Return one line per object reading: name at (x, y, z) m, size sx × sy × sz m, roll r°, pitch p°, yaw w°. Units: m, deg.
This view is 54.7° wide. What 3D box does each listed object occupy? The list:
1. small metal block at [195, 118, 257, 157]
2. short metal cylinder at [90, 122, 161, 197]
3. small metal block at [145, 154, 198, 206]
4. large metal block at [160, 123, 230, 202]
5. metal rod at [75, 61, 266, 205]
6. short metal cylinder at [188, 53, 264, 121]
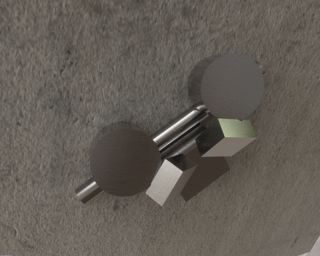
small metal block at (0.080, 0.013, 0.381) m, size 0.050 × 0.025 × 0.050 m, roll 2°, pitch 148°, yaw -30°
short metal cylinder at (-0.043, 0.036, 0.374) m, size 0.081 × 0.050 × 0.079 m, roll -2°, pitch 100°, yaw -13°
small metal block at (0.015, 0.061, 0.376) m, size 0.050 × 0.025 × 0.050 m, roll -61°, pitch 159°, yaw 16°
large metal block at (0.043, 0.046, 0.444) m, size 0.080 × 0.050 × 0.080 m, roll -36°, pitch 130°, yaw -5°
metal rod at (0.018, 0.004, 0.421) m, size 0.301 × 0.025 × 0.025 m, roll -36°, pitch 129°, yaw -5°
short metal cylinder at (0.081, -0.051, 0.387) m, size 0.081 × 0.050 × 0.079 m, roll -2°, pitch 100°, yaw -12°
